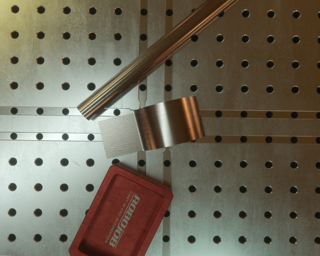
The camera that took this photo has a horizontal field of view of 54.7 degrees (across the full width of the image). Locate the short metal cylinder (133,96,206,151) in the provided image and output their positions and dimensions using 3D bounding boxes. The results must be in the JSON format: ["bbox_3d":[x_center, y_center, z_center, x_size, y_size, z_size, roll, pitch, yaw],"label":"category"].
[{"bbox_3d":[0.012,-0.006,0.386,0.080,0.080,0.050,-14,90,0],"label":"short metal cylinder"}]

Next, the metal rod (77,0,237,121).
[{"bbox_3d":[0.014,-0.114,0.413,0.300,0.025,0.025,-39,91,-1],"label":"metal rod"}]

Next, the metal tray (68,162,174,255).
[{"bbox_3d":[-0.050,0.122,0.410,0.090,0.030,0.129,26,90,-1],"label":"metal tray"}]

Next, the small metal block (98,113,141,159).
[{"bbox_3d":[-0.050,0.010,0.413,0.050,0.025,0.050,-14,90,-1],"label":"small metal block"}]
